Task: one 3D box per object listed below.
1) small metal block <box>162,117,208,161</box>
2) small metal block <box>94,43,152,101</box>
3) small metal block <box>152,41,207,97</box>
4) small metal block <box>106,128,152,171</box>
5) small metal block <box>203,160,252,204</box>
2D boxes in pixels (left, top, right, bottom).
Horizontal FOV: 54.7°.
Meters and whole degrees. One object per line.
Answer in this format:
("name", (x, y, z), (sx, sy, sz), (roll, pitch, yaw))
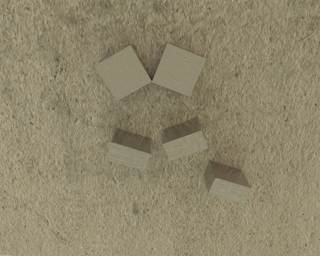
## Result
("small metal block", (0.031, 0.013, 0.402), (0.050, 0.050, 0.025), (-20, 109, 7))
("small metal block", (-0.044, -0.069, 0.384), (0.050, 0.025, 0.050), (-28, 108, 10))
("small metal block", (0.023, -0.073, 0.383), (0.050, 0.025, 0.050), (20, 109, -8))
("small metal block", (-0.039, 0.027, 0.406), (0.050, 0.050, 0.025), (18, 109, -7))
("small metal block", (0.090, 0.073, 0.424), (0.050, 0.050, 0.025), (17, 109, -7))
